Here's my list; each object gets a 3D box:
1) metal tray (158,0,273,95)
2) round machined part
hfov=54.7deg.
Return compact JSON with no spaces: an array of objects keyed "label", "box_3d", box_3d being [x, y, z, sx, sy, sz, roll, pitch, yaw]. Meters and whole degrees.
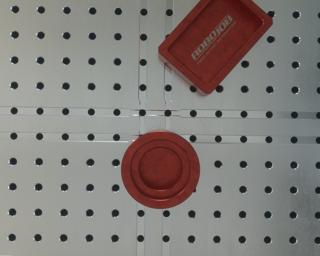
[{"label":"metal tray","box_3d":[0.072,-0.119,0.411,0.090,0.030,0.130,42,90,-1]},{"label":"round machined part","box_3d":[0.001,0.052,0.405,0.099,0.042,0.097,0,90,-1]}]
